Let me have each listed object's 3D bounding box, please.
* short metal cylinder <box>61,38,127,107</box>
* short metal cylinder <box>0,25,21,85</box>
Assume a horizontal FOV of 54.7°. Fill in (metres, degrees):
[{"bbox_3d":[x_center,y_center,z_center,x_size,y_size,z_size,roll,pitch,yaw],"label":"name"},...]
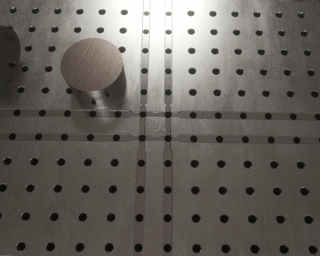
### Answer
[{"bbox_3d":[-0.088,-0.075,0.425,0.081,0.050,0.080,0,70,0],"label":"short metal cylinder"},{"bbox_3d":[-0.235,-0.103,0.417,0.050,0.080,0.080,16,71,5],"label":"short metal cylinder"}]
